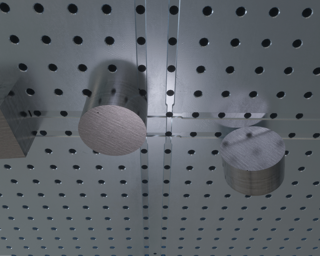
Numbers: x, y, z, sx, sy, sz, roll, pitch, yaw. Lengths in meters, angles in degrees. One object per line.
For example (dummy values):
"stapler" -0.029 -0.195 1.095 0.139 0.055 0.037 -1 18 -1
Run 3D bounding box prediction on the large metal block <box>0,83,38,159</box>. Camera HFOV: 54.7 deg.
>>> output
"large metal block" -0.214 -0.006 0.388 0.080 0.050 0.080 -4 130 3

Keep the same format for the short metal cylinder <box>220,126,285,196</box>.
"short metal cylinder" 0.124 0.043 0.413 0.080 0.080 0.050 -10 129 8

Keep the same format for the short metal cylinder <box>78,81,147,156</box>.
"short metal cylinder" -0.056 -0.011 0.385 0.081 0.050 0.079 0 130 0
